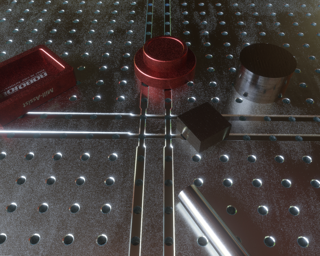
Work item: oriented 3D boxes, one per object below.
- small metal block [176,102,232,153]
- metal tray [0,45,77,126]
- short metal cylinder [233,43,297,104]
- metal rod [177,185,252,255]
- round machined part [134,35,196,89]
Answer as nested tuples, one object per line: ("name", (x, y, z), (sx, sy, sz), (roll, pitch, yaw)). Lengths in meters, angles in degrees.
("small metal block", (0.057, -0.002, 0.410), (0.050, 0.025, 0.050), (-26, 55, -21))
("metal tray", (-0.203, -0.068, 0.458), (0.131, 0.030, 0.090), (-37, 59, -27))
("short metal cylinder", (0.154, -0.082, 0.463), (0.081, 0.050, 0.080), (0, 50, 0))
("metal rod", (0.110, 0.169, 0.266), (0.025, 0.025, 0.300), (-26, 55, -20))
("round machined part", (0.008, -0.110, 0.489), (0.099, 0.042, 0.098), (0, 50, 0))
